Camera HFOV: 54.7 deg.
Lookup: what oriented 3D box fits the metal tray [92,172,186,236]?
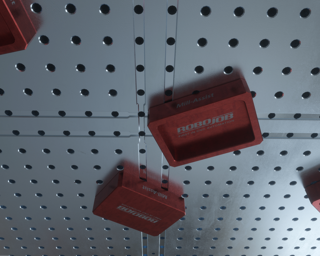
[{"bbox_3d":[-0.034,0.131,0.520,0.131,0.030,0.090,28,124,-23],"label":"metal tray"}]

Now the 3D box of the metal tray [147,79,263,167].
[{"bbox_3d":[0.060,-0.002,0.407,0.130,0.030,0.090,-17,129,13],"label":"metal tray"}]

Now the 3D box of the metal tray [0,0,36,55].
[{"bbox_3d":[-0.192,-0.131,0.293,0.090,0.030,0.129,-10,130,7],"label":"metal tray"}]

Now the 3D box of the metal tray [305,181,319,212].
[{"bbox_3d":[0.318,0.102,0.500,0.130,0.030,0.090,-34,123,25],"label":"metal tray"}]
